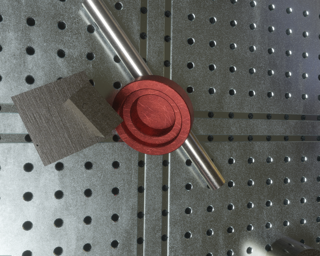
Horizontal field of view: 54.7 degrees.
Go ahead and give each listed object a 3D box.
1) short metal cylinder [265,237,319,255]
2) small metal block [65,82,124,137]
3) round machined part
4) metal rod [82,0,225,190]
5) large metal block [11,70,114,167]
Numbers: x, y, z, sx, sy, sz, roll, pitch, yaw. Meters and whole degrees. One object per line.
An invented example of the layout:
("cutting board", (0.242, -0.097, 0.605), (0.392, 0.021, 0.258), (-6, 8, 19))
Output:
("short metal cylinder", (0.210, 0.218, 0.480), (0.081, 0.050, 0.079), (0, 90, -20))
("small metal block", (-0.069, -0.018, 0.321), (0.025, 0.050, 0.050), (-44, 104, -15))
("round machined part", (-0.006, -0.019, 0.384), (0.098, 0.042, 0.097), (6, 116, 13))
("metal rod", (-0.002, -0.039, 0.412), (0.025, 0.025, 0.299), (-39, 103, -16))
("large metal block", (-0.112, -0.012, 0.359), (0.081, 0.050, 0.080), (-25, 99, -19))
